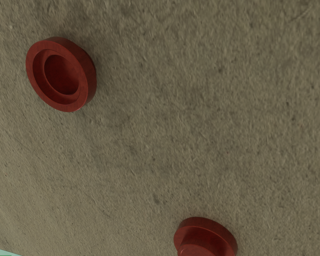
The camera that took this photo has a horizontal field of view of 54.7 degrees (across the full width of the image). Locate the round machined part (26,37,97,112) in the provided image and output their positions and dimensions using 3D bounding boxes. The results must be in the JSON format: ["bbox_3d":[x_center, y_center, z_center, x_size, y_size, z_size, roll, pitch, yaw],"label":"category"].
[{"bbox_3d":[-0.126,-0.074,0.415,0.098,0.042,0.097,13,124,20],"label":"round machined part"}]

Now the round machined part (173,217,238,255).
[{"bbox_3d":[0.066,0.189,0.477,0.098,0.042,0.097,13,124,20],"label":"round machined part"}]
